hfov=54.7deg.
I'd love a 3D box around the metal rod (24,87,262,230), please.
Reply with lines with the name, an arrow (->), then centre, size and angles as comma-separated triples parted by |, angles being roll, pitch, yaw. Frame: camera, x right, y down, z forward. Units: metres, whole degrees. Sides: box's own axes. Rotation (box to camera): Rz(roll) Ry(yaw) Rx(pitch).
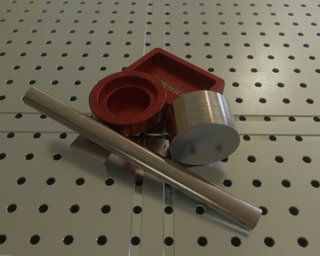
metal rod -> -0.028, 0.029, 0.356 | 0.301, 0.025, 0.025 | 28, 55, 10

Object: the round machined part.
round machined part -> -0.041, -0.028, 0.409 | 0.099, 0.042, 0.098 | -1, 50, 1

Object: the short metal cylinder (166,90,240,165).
short metal cylinder -> 0.049, 0.001, 0.370 | 0.081, 0.080, 0.050 | -3, 50, -3

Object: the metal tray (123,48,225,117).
metal tray -> 0.017, -0.063, 0.457 | 0.130, 0.030, 0.090 | 32, 56, 24

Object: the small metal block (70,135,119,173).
small metal block -> -0.075, 0.022, 0.389 | 0.050, 0.025, 0.050 | 22, 53, 17
